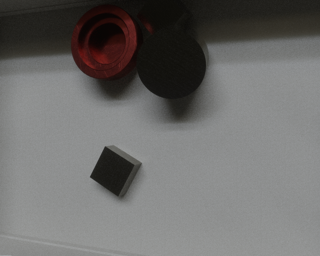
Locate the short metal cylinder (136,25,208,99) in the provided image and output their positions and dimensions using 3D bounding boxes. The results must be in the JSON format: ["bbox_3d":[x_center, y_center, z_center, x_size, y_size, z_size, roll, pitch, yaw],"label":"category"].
[{"bbox_3d":[0.017,-0.081,0.375,0.080,0.050,0.079,5,114,10],"label":"short metal cylinder"}]

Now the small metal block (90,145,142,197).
[{"bbox_3d":[-0.061,0.059,0.431,0.050,0.025,0.050,30,100,17],"label":"small metal block"}]

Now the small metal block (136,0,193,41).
[{"bbox_3d":[0.006,-0.146,0.401,0.050,0.025,0.050,-45,76,31],"label":"small metal block"}]

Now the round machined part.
[{"bbox_3d":[-0.068,-0.113,0.424,0.098,0.042,0.097,0,90,19],"label":"round machined part"}]
